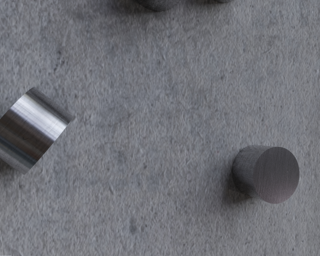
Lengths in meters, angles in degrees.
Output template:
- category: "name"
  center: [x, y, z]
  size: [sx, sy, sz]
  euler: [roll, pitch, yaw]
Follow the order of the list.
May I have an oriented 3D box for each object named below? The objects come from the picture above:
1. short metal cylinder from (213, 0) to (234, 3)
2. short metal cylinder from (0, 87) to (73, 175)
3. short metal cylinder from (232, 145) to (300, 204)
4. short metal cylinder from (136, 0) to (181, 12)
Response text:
- category: "short metal cylinder"
  center: [0.098, -0.224, 0.433]
  size: [0.081, 0.050, 0.079]
  euler: [0, 90, -21]
- category: "short metal cylinder"
  center: [-0.139, 0.003, 0.329]
  size: [0.050, 0.080, 0.080]
  euler: [41, 77, -16]
- category: "short metal cylinder"
  center: [0.154, 0.066, 0.455]
  size: [0.081, 0.050, 0.079]
  euler: [0, 90, -21]
- category: "short metal cylinder"
  center: [0.003, -0.198, 0.397]
  size: [0.081, 0.050, 0.079]
  euler: [0, 90, -21]
